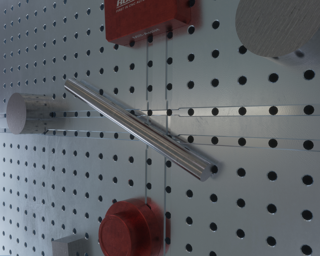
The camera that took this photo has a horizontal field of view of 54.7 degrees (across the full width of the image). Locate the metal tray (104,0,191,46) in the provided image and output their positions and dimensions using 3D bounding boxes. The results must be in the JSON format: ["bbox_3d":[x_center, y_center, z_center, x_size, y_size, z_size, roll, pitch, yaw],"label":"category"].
[{"bbox_3d":[-0.022,-0.173,0.424,0.130,0.030,0.089,-4,87,39],"label":"metal tray"}]

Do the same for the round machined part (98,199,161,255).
[{"bbox_3d":[-0.050,0.153,0.439,0.098,0.042,0.097,0,90,40],"label":"round machined part"}]

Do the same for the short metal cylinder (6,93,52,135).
[{"bbox_3d":[-0.257,-0.027,0.605,0.080,0.050,0.079,0,90,40],"label":"short metal cylinder"}]

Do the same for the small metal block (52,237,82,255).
[{"bbox_3d":[-0.164,0.223,0.545,0.050,0.025,0.050,-12,82,39],"label":"small metal block"}]

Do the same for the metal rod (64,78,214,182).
[{"bbox_3d":[-0.049,-0.011,0.449,0.300,0.025,0.025,31,110,35],"label":"metal rod"}]

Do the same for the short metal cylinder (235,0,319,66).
[{"bbox_3d":[0.120,-0.103,0.294,0.080,0.050,0.079,0,90,40],"label":"short metal cylinder"}]
